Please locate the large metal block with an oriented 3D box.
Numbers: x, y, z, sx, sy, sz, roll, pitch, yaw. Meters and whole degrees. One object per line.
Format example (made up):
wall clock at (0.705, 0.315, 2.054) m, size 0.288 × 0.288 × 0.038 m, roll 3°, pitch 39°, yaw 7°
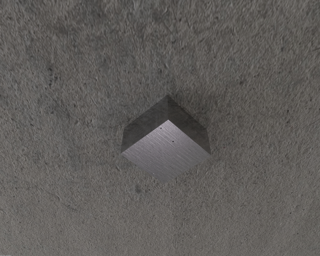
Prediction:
large metal block at (0.008, 0.017, 0.405) m, size 0.080 × 0.050 × 0.080 m, roll -36°, pitch 122°, yaw 26°
